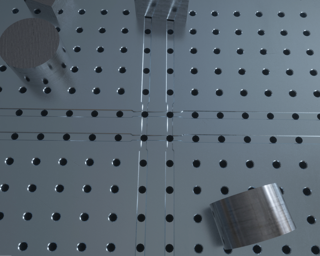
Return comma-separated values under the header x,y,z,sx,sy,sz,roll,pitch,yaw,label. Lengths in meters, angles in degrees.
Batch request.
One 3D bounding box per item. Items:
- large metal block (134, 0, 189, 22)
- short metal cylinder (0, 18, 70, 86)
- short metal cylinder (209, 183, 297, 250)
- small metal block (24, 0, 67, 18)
x,y,z,sx,sy,sz,roll,pitch,yaw,label
0.008,-0.218,0.478,0.080,0.050,0.080,9,70,3,large metal block
-0.174,-0.106,0.436,0.081,0.050,0.080,0,70,0,short metal cylinder
0.102,0.099,0.347,0.081,0.080,0.050,-15,71,-6,short metal cylinder
-0.177,-0.208,0.487,0.050,0.025,0.050,20,71,7,small metal block
